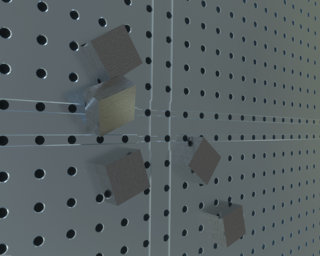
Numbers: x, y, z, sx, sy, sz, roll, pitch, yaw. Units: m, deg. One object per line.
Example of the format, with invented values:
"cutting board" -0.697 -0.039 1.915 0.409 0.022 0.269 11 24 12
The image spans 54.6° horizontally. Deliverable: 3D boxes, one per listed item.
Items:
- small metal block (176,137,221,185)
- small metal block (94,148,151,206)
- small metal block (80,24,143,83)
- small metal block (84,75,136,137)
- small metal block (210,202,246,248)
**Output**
"small metal block" 0.058 0.048 0.456 0.050 0.025 0.050 47 62 -30
"small metal block" -0.044 0.057 0.371 0.050 0.025 0.050 -24 105 -37
"small metal block" -0.055 -0.085 0.362 0.050 0.025 0.050 -41 115 -32
"small metal block" -0.055 -0.025 0.347 0.050 0.025 0.050 -31 144 -36
"small metal block" 0.111 0.155 0.501 0.050 0.025 0.050 -16 100 -39
